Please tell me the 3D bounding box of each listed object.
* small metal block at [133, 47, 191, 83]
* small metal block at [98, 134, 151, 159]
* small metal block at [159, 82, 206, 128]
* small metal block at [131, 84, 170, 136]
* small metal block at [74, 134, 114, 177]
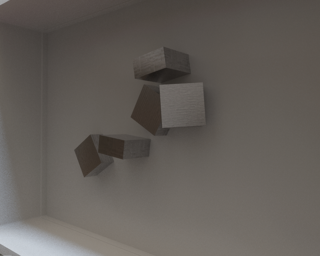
[{"bbox_3d":[0.003,-0.077,0.389,0.050,0.050,0.025,-12,83,39],"label":"small metal block"},{"bbox_3d":[-0.049,0.025,0.432,0.050,0.050,0.025,9,96,39],"label":"small metal block"},{"bbox_3d":[0.026,-0.026,0.368,0.050,0.025,0.050,-4,87,-2],"label":"small metal block"},{"bbox_3d":[-0.006,-0.024,0.412,0.050,0.025,0.050,37,113,34],"label":"small metal block"},{"bbox_3d":[-0.106,0.044,0.495,0.050,0.025,0.050,-39,66,33],"label":"small metal block"}]
